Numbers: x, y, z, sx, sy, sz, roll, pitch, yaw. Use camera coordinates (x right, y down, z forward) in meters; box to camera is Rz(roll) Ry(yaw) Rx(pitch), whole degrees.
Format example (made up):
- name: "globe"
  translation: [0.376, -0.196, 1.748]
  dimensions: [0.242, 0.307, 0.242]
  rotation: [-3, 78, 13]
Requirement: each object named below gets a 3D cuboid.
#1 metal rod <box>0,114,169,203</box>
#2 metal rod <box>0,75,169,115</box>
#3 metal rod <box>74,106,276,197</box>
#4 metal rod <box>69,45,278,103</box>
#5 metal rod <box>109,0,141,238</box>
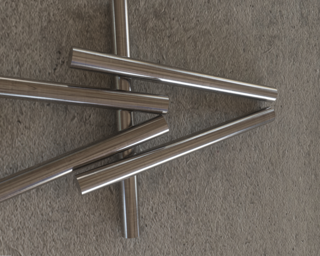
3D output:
- name: "metal rod"
  translation: [-0.130, 0.051, 0.348]
  dimensions: [0.302, 0.025, 0.025]
  rotation: [-22, 98, -14]
- name: "metal rod"
  translation: [-0.138, -0.042, 0.344]
  dimensions: [0.302, 0.025, 0.025]
  rotation: [5, 88, -15]
- name: "metal rod"
  translation: [0.038, 0.022, 0.409]
  dimensions: [0.302, 0.025, 0.025]
  rotation: [-18, 97, -26]
- name: "metal rod"
  translation: [0.036, -0.065, 0.407]
  dimensions: [0.302, 0.025, 0.025]
  rotation: [6, 88, -27]
- name: "metal rod"
  translation: [-0.045, -0.012, 0.394]
  dimensions: [0.025, 0.025, 0.298]
  rotation: [-3, 91, -20]
